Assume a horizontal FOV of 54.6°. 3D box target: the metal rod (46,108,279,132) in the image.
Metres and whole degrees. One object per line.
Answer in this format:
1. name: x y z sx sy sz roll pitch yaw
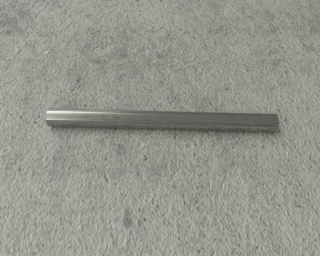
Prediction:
1. metal rod: 0.002 -0.010 0.414 0.302 0.025 0.025 1 50 1
